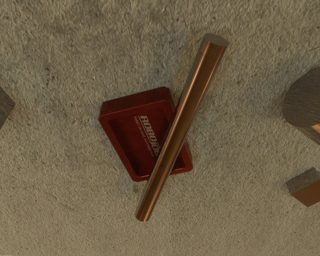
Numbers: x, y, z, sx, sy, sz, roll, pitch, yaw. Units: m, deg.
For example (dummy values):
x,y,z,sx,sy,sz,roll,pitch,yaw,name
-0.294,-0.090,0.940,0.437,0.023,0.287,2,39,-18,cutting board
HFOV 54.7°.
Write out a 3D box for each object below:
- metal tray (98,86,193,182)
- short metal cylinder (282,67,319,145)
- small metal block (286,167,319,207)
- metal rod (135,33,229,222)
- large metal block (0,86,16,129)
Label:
x,y,z,sx,sy,sz,roll,pitch,yaw,name
-0.014,0.014,0.415,0.090,0.030,0.129,-14,129,10,metal tray
0.191,-0.024,0.354,0.050,0.080,0.080,31,123,-24,short metal cylinder
0.239,0.095,0.492,0.050,0.025,0.050,35,122,-26,small metal block
0.014,0.025,0.388,0.025,0.025,0.298,12,129,-10,metal rod
-0.236,-0.031,0.361,0.080,0.050,0.080,-17,128,13,large metal block
